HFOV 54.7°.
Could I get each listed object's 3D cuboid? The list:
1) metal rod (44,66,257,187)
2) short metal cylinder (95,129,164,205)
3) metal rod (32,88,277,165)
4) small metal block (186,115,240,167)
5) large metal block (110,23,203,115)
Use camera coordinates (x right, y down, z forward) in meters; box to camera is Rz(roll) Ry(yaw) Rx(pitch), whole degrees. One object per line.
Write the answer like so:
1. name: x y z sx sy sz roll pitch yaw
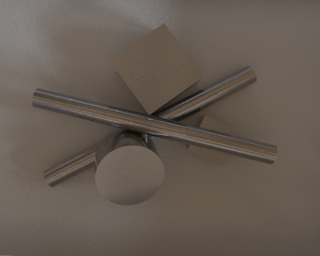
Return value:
1. metal rod: -0.012 -0.002 0.409 0.301 0.025 0.025 -27 90 -1
2. short metal cylinder: -0.039 0.047 0.383 0.081 0.050 0.079 -5 112 -11
3. metal rod: -0.006 -0.002 0.385 0.302 0.025 0.025 14 90 -1
4. small metal block: 0.069 0.016 0.409 0.050 0.025 0.050 27 90 -1
5. large metal block: -0.004 -0.071 0.397 0.080 0.050 0.080 -36 90 0
